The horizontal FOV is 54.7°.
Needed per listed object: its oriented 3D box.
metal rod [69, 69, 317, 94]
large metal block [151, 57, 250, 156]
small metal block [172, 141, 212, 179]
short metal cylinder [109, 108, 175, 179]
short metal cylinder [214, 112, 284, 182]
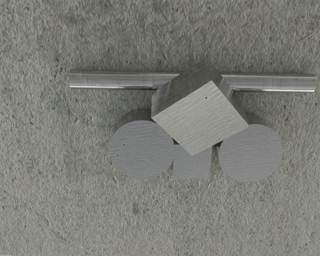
[{"bbox_3d":[0.041,-0.059,0.389,0.302,0.025,0.025,1,110,-1],"label":"metal rod"},{"bbox_3d":[0.047,-0.023,0.371,0.080,0.050,0.080,-31,124,24],"label":"large metal block"},{"bbox_3d":[0.043,0.041,0.427,0.050,0.025,0.050,2,110,-1],"label":"small metal block"},{"bbox_3d":[-0.022,0.019,0.404,0.081,0.050,0.079,0,110,0],"label":"short metal cylinder"},{"bbox_3d":[0.113,0.024,0.407,0.081,0.050,0.079,0,110,0],"label":"short metal cylinder"}]
